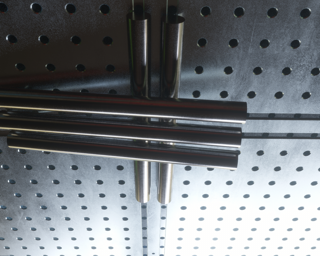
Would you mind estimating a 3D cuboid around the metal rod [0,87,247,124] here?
[{"bbox_3d":[-0.055,-0.027,0.361,0.302,0.025,0.025,4,131,6],"label":"metal rod"}]

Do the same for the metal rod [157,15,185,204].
[{"bbox_3d":[0.010,0.002,0.414,0.025,0.025,0.298,1,130,-1],"label":"metal rod"}]

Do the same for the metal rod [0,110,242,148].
[{"bbox_3d":[-0.054,0.000,0.384,0.302,0.025,0.025,4,131,6],"label":"metal rod"}]

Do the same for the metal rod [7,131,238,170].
[{"bbox_3d":[-0.052,0.028,0.407,0.302,0.025,0.025,5,131,6],"label":"metal rod"}]

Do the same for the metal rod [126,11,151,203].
[{"bbox_3d":[-0.025,-0.001,0.411,0.025,0.025,0.298,1,130,-1],"label":"metal rod"}]
